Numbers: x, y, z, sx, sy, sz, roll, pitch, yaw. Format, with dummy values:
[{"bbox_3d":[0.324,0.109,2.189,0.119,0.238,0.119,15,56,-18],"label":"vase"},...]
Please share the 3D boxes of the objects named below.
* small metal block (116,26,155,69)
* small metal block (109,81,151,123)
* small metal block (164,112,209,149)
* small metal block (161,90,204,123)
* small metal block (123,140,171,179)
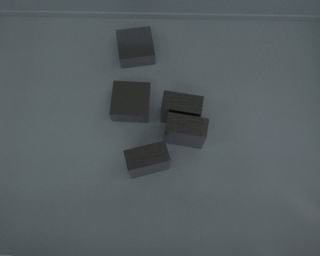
[{"bbox_3d":[-0.035,-0.118,0.452,0.050,0.025,0.050,-8,70,-3],"label":"small metal block"},{"bbox_3d":[-0.039,-0.035,0.422,0.050,0.025,0.050,3,70,1],"label":"small metal block"},{"bbox_3d":[0.033,0.004,0.395,0.050,0.050,0.025,9,71,3],"label":"small metal block"},{"bbox_3d":[0.028,-0.023,0.405,0.050,0.050,0.025,9,71,3],"label":"small metal block"},{"bbox_3d":[-0.015,0.040,0.382,0.050,0.050,0.025,-14,71,-5],"label":"small metal block"}]
